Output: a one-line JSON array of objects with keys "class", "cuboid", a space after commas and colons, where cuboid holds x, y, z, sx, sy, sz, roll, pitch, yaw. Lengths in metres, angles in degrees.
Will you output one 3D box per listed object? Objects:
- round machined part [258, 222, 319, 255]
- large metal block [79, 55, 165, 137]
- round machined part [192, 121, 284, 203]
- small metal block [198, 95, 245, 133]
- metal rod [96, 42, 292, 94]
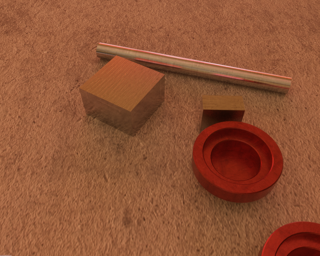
[{"class": "round machined part", "cuboid": [0.135, 0.139, 0.276, 0.099, 0.042, 0.098, 0, 50, 0]}, {"class": "large metal block", "cuboid": [-0.049, -0.046, 0.425, 0.080, 0.050, 0.080, 25, 54, 19]}, {"class": "round machined part", "cuboid": [0.086, 0.042, 0.357, 0.099, 0.042, 0.098, 0, 50, 0]}, {"class": "small metal block", "cuboid": [0.078, -0.015, 0.400, 0.050, 0.050, 0.025, 1, 50, 1]}, {"class": "metal rod", "cuboid": [0.045, -0.095, 0.483, 0.301, 0.025, 0.025, 13, 51, 10]}]
